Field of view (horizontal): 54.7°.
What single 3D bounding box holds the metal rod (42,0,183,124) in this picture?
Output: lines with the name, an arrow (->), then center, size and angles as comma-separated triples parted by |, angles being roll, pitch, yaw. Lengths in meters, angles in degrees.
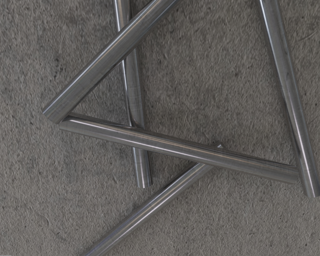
metal rod -> -0.018, -0.116, 0.342 | 0.300, 0.025, 0.025 | -44, 105, 5

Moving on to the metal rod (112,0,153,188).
metal rod -> -0.035, -0.061, 0.386 | 0.025, 0.025, 0.298 | -5, 110, 1

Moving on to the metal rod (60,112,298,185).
metal rod -> 0.028, 0.026, 0.391 | 0.302, 0.025, 0.025 | 14, 110, -5

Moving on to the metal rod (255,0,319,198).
metal rod -> 0.167, -0.039, 0.396 | 0.025, 0.025, 0.299 | -20, 109, 7

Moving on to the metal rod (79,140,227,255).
metal rod -> -0.021, 0.123, 0.454 | 0.299, 0.025, 0.025 | -42, 105, 13
